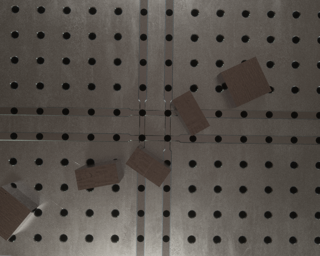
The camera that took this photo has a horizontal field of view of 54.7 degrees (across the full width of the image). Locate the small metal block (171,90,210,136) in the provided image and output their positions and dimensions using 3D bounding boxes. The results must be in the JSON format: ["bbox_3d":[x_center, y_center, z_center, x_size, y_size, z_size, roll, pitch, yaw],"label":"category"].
[{"bbox_3d":[0.038,-0.018,0.401,0.025,0.050,0.050,-30,90,0],"label":"small metal block"}]

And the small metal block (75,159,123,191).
[{"bbox_3d":[-0.076,0.059,0.400,0.050,0.050,0.025,-10,90,0],"label":"small metal block"}]

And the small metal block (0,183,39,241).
[{"bbox_3d":[-0.201,0.110,0.411,0.050,0.025,0.050,40,90,-1],"label":"small metal block"}]

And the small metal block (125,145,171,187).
[{"bbox_3d":[-0.014,0.047,0.401,0.050,0.050,0.025,35,90,-1],"label":"small metal block"}]

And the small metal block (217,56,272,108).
[{"bbox_3d":[0.112,-0.060,0.415,0.050,0.025,0.050,-25,90,-1],"label":"small metal block"}]
